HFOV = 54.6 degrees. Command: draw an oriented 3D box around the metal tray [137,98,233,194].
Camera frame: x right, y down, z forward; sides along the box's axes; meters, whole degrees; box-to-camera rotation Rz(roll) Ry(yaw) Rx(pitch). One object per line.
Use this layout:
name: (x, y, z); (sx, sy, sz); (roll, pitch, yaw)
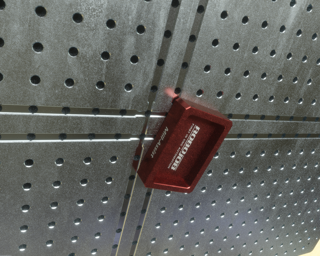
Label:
metal tray: (0.035, 0.030, 0.444); (0.091, 0.030, 0.129); (16, 110, -35)
